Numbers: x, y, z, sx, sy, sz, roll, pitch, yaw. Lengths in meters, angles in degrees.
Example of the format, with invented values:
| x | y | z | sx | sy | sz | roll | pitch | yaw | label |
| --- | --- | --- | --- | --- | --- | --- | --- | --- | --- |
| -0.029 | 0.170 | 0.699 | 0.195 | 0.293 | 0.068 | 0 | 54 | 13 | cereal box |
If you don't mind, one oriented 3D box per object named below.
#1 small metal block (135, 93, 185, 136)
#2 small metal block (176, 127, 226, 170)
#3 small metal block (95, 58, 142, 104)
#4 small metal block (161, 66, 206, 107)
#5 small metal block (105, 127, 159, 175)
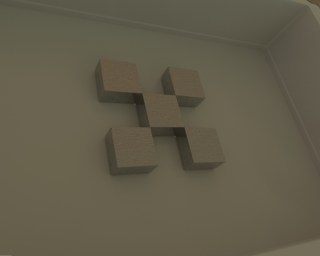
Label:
| x | y | z | sx | sy | sz | roll | pitch | yaw | label |
| --- | --- | --- | --- | --- | --- | --- | --- | --- | --- |
| 0.000 | -0.017 | 0.413 | 0.050 | 0.025 | 0.050 | 0 | 62 | -28 | small metal block |
| 0.054 | 0.027 | 0.415 | 0.050 | 0.025 | 0.050 | 1 | 61 | -28 | small metal block |
| -0.056 | -0.061 | 0.410 | 0.050 | 0.025 | 0.050 | 2 | 61 | -28 | small metal block |
| 0.034 | -0.060 | 0.457 | 0.050 | 0.025 | 0.050 | 2 | 61 | -27 | small metal block |
| -0.034 | 0.027 | 0.368 | 0.050 | 0.025 | 0.050 | 1 | 61 | -28 | small metal block |
